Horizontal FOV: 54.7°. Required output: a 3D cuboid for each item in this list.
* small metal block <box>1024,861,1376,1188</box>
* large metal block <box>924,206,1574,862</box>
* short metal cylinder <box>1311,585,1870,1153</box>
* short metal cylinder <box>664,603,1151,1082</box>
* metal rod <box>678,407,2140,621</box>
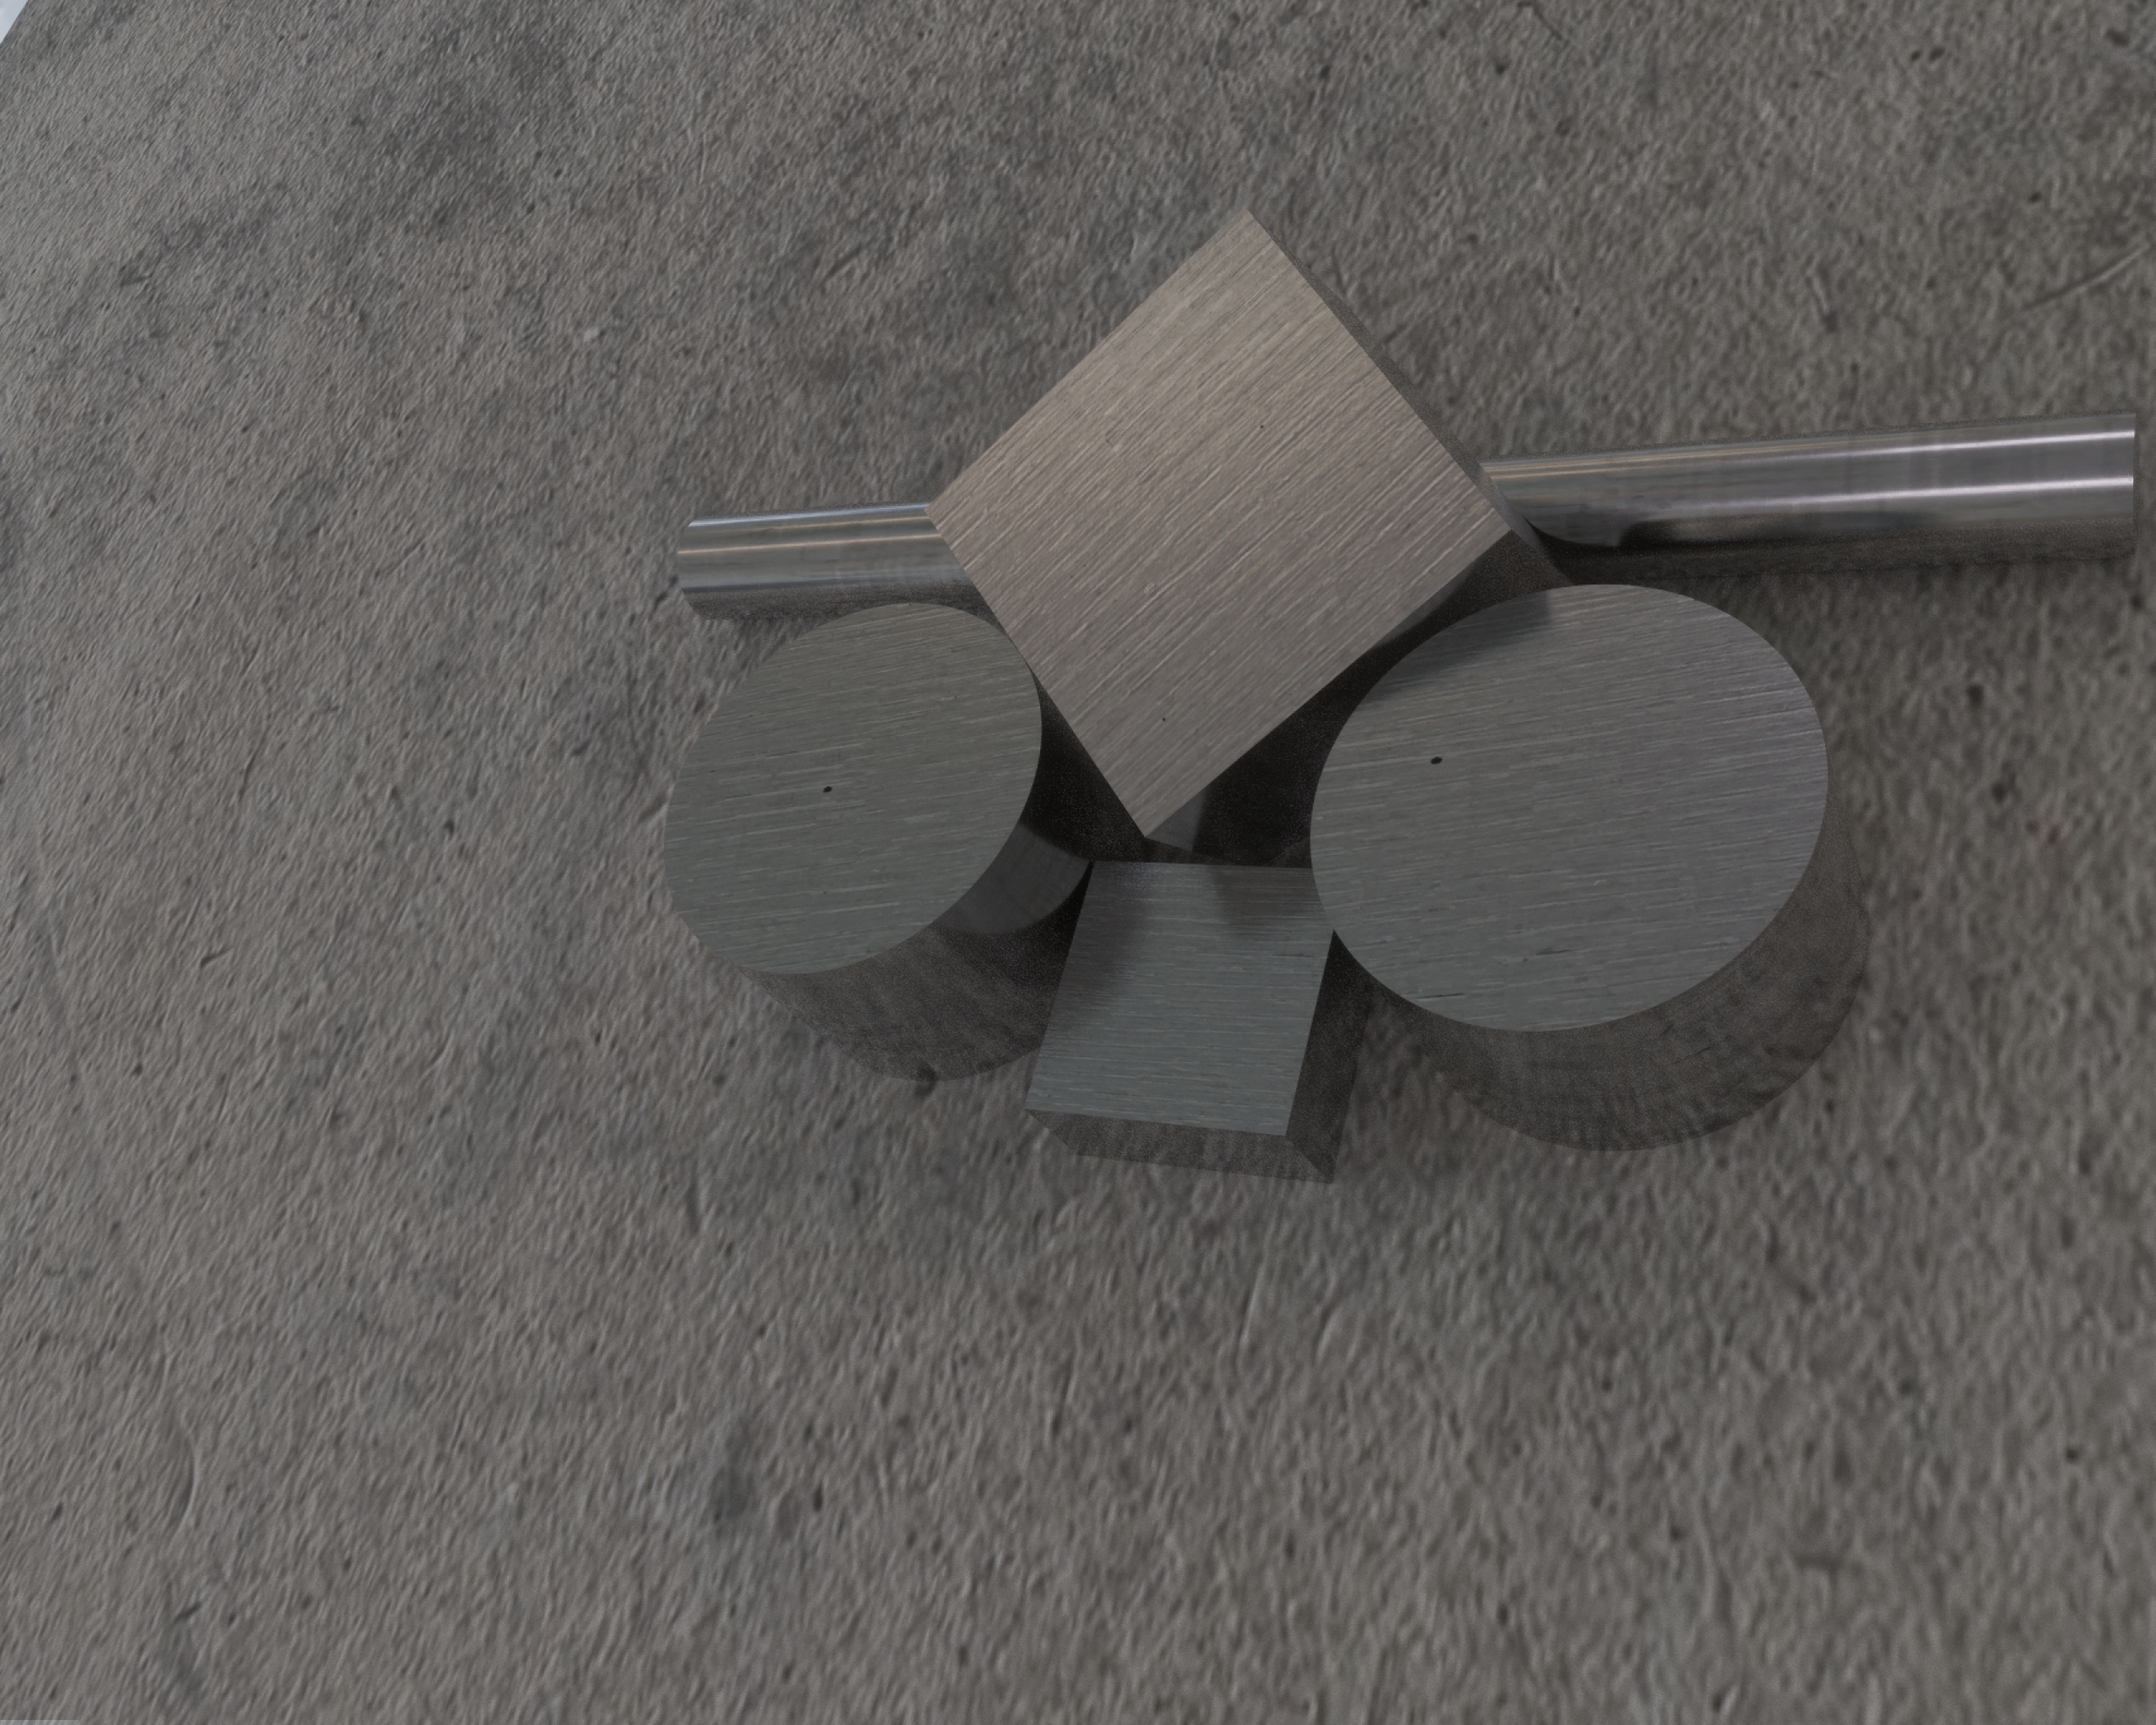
[{"bbox_3d":[0.024,0.028,0.376,0.050,0.025,0.050,2,63,29],"label":"small metal block"},{"bbox_3d":[0.032,-0.057,0.384,0.080,0.050,0.080,-41,66,17],"label":"large metal block"},{"bbox_3d":[0.085,0.001,0.344,0.080,0.050,0.080,-13,56,21],"label":"short metal cylinder"},{"bbox_3d":[-0.033,-0.004,0.408,0.080,0.050,0.080,-13,56,21],"label":"short metal cylinder"},{"bbox_3d":[0.046,-0.067,0.422,0.300,0.025,0.025,1,62,28],"label":"metal rod"}]
